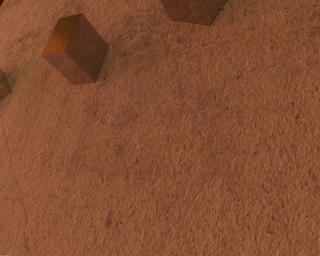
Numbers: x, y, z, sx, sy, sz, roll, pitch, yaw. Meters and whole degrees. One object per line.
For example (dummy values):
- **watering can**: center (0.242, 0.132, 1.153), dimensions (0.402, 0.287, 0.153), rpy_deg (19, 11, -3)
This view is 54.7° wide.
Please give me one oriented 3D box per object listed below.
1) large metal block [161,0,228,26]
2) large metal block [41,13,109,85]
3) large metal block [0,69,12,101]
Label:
- **large metal block**: center (0.059, -0.213, 0.488), dimensions (0.080, 0.050, 0.080), rpy_deg (24, 74, 36)
- **large metal block**: center (-0.139, -0.130, 0.522), dimensions (0.050, 0.080, 0.080), rpy_deg (0, 62, 28)
- **large metal block**: center (-0.359, -0.083, 0.627), dimensions (0.080, 0.050, 0.080), rpy_deg (-40, 51, 1)
